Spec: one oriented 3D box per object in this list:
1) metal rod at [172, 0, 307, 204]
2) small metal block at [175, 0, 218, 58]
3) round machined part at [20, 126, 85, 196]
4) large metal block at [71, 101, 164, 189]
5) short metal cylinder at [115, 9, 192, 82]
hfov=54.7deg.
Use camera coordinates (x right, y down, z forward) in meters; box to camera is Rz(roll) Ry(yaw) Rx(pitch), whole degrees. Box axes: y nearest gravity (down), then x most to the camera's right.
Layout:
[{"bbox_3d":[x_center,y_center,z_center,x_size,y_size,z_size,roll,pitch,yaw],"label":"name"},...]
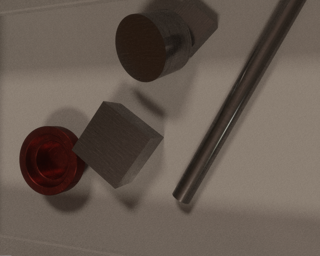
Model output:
[{"bbox_3d":[0.096,-0.039,0.376,0.025,0.025,0.298,31,100,17],"label":"metal rod"},{"bbox_3d":[0.036,-0.128,0.397,0.050,0.025,0.050,46,104,14],"label":"small metal block"},{"bbox_3d":[-0.151,0.046,0.453,0.098,0.042,0.097,0,90,19],"label":"round machined part"},{"bbox_3d":[-0.056,0.021,0.416,0.080,0.050,0.080,38,102,15],"label":"large metal block"},{"bbox_3d":[-0.008,-0.102,0.381,0.080,0.050,0.079,21,126,34],"label":"short metal cylinder"}]
